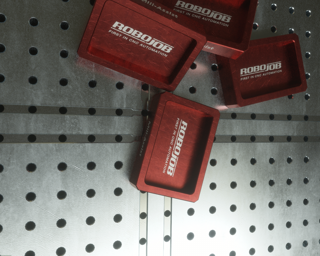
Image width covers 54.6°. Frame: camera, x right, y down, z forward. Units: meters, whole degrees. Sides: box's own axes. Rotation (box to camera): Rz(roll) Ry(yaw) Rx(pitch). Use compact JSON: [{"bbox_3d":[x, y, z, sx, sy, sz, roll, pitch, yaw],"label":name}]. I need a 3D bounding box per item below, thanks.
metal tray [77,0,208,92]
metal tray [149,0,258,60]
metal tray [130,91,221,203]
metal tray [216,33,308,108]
[{"bbox_3d":[-0.022,-0.105,0.371,0.131,0.089,0.030,19,40,-19],"label":"metal tray"},{"bbox_3d":[0.057,-0.153,0.411,0.131,0.030,0.090,14,81,-6],"label":"metal tray"},{"bbox_3d":[0.021,0.026,0.417,0.091,0.030,0.130,17,84,-19],"label":"metal tray"},{"bbox_3d":[0.154,-0.087,0.466,0.131,0.030,0.090,-14,95,-20],"label":"metal tray"}]
